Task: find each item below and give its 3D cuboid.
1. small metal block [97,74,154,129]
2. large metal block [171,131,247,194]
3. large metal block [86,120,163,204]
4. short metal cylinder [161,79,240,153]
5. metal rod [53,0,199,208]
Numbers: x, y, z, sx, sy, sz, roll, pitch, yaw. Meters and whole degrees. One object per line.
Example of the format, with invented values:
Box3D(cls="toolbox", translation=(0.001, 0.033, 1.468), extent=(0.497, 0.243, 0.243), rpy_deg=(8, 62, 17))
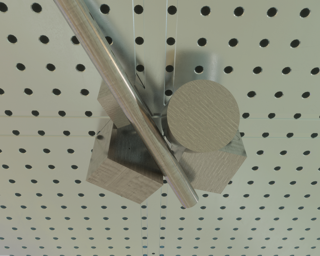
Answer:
Box3D(cls="small metal block", translation=(-0.041, -0.032, 0.384), extent=(0.050, 0.025, 0.050), rpy_deg=(-19, 128, 15))
Box3D(cls="large metal block", translation=(0.061, 0.041, 0.430), extent=(0.081, 0.050, 0.079), rpy_deg=(13, 129, -12))
Box3D(cls="large metal block", translation=(-0.043, 0.041, 0.410), extent=(0.080, 0.080, 0.050), rpy_deg=(30, 124, -23))
Box3D(cls="short metal cylinder", translation=(0.044, -0.011, 0.358), extent=(0.081, 0.080, 0.050), rpy_deg=(7, 173, -6))
Box3D(cls="metal rod", translation=(-0.028, -0.019, 0.355), extent=(0.025, 0.025, 0.299), rpy_deg=(-22, 116, 17))
